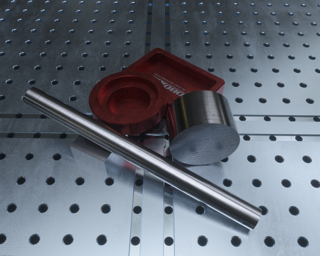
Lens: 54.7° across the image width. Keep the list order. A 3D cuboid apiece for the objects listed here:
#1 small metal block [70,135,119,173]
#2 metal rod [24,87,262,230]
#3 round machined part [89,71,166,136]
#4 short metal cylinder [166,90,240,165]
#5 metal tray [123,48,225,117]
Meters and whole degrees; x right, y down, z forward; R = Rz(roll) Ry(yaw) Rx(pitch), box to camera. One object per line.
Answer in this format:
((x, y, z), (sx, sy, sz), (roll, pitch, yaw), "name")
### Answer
((-0.075, 0.022, 0.389), (0.050, 0.025, 0.050), (22, 53, 17), "small metal block")
((-0.028, 0.029, 0.356), (0.301, 0.025, 0.025), (28, 55, 10), "metal rod")
((-0.041, -0.028, 0.409), (0.099, 0.042, 0.098), (-1, 50, 1), "round machined part")
((0.049, 0.001, 0.370), (0.081, 0.080, 0.050), (-3, 50, -3), "short metal cylinder")
((0.017, -0.063, 0.457), (0.130, 0.030, 0.090), (32, 56, 24), "metal tray")
